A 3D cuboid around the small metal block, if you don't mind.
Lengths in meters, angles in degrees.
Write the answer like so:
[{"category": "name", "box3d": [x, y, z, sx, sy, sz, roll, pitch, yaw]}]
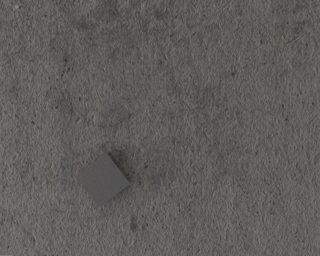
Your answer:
[{"category": "small metal block", "box3d": [-0.073, 0.067, 0.410, 0.050, 0.025, 0.050, -37, 90, 0]}]
